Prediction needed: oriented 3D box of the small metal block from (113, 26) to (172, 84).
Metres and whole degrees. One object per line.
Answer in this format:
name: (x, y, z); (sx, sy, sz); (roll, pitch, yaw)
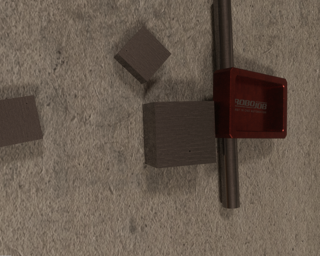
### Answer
small metal block: (-0.023, -0.094, 0.401); (0.050, 0.025, 0.050); (43, 76, -15)

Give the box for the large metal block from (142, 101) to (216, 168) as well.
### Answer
large metal block: (0.024, 0.007, 0.406); (0.081, 0.050, 0.079); (-3, 91, -20)

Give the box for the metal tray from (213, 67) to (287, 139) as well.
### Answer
metal tray: (0.130, -0.030, 0.435); (0.131, 0.030, 0.089); (2, 89, -38)

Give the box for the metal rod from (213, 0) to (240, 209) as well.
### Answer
metal rod: (0.096, -0.036, 0.445); (0.025, 0.025, 0.298); (-3, 91, -20)

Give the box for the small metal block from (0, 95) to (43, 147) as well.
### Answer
small metal block: (-0.163, -0.007, 0.349); (0.050, 0.025, 0.050); (-12, 94, -20)
